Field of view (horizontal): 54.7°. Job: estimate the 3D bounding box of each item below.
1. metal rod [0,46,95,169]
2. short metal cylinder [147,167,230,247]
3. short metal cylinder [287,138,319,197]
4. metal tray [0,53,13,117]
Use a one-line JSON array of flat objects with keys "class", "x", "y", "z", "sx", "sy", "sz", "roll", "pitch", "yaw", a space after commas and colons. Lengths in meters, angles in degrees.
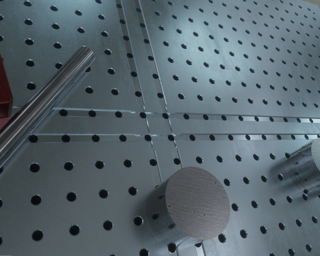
[{"class": "metal rod", "x": -0.152, "y": 0.007, "z": 0.321, "sx": 0.025, "sy": 0.025, "sz": 0.301, "roll": 33, "pitch": 51, "yaw": -7}, {"class": "short metal cylinder", "x": 0.032, "y": 0.091, "z": 0.354, "sx": 0.081, "sy": 0.050, "sz": 0.080, "roll": 14, "pitch": 56, "yaw": -21}, {"class": "short metal cylinder", "x": 0.250, "y": 0.062, "z": 0.488, "sx": 0.081, "sy": 0.050, "sz": 0.080, "roll": 14, "pitch": 56, "yaw": -21}, {"class": "metal tray", "x": -0.228, "y": -0.048, "z": 0.310, "sx": 0.131, "sy": 0.030, "sz": 0.090, "roll": -12, "pitch": 68, "yaw": -33}]
